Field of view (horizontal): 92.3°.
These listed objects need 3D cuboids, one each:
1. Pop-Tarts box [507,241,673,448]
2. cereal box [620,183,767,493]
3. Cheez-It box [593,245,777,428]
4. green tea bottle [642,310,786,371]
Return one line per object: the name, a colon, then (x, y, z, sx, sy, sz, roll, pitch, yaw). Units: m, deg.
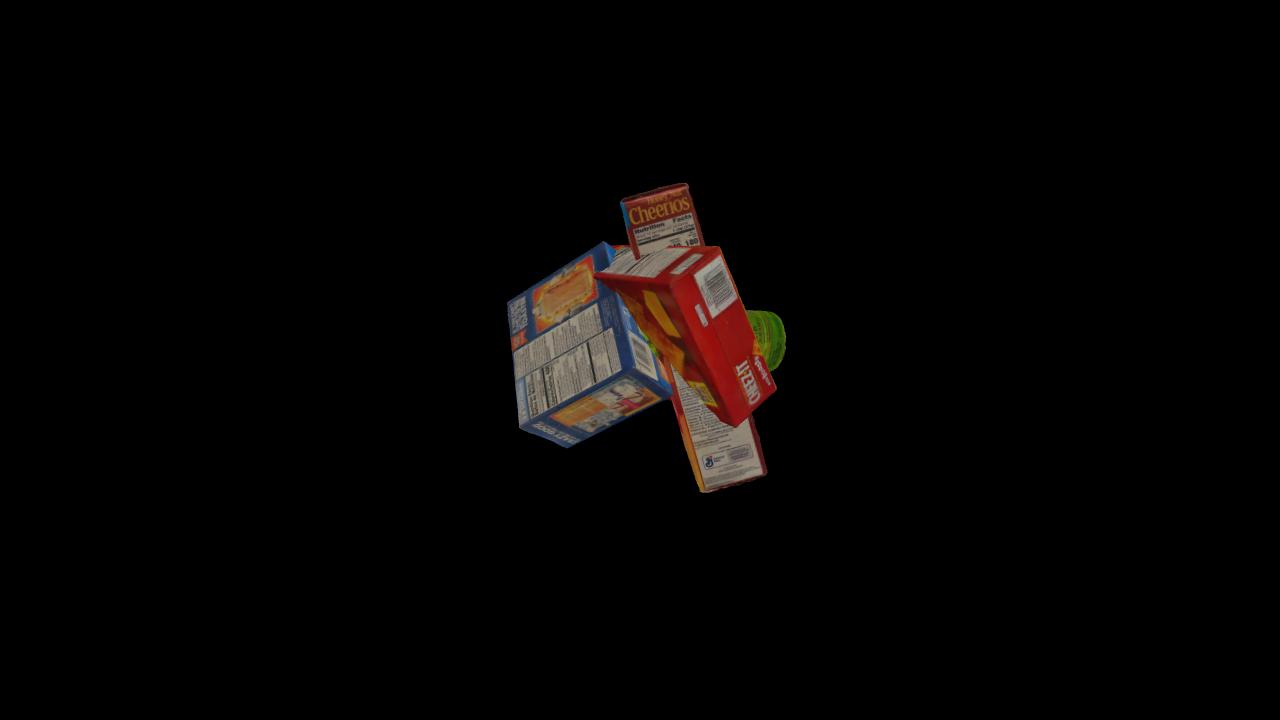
Pop-Tarts box: (-0.057, -0.015, 0.653, 0.141, 0.167, 0.083, -28, -37, 20)
cereal box: (0.058, -0.027, 0.700, 0.081, 0.306, 0.203, -16, 4, 4)
Cheez-It box: (0.023, -0.036, 0.651, 0.071, 0.166, 0.223, -38, 28, -20)
green tea bottle: (0.049, -0.023, 0.652, 0.212, 0.073, 0.073, 2, -1, -21)
